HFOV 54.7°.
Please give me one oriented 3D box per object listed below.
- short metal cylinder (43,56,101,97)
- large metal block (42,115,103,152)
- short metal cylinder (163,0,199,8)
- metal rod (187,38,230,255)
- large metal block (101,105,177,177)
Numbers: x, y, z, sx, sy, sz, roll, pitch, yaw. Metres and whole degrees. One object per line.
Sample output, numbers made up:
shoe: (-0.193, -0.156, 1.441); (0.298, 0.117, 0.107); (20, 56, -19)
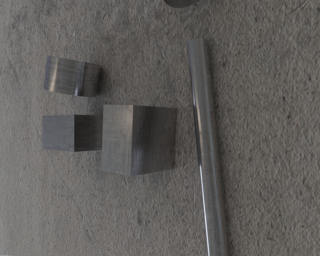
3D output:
short metal cylinder: (-0.135, -0.080, 0.481); (0.080, 0.081, 0.050); (17, 101, 38)
large metal block: (-0.119, 0.007, 0.467); (0.080, 0.081, 0.050); (0, 90, 40)
short metal cylinder: (0.023, -0.186, 0.350); (0.080, 0.081, 0.050); (-48, 62, 29)
metal rod: (0.057, 0.046, 0.357); (0.025, 0.025, 0.298); (-8, 85, 39)
large metal block: (-0.025, 0.013, 0.389); (0.050, 0.081, 0.079); (4, 93, 40)
